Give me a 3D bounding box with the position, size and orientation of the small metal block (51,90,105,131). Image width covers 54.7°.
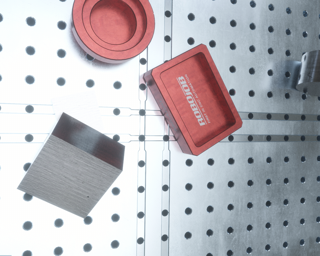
[{"bbox_3d":[-0.100,-0.016,0.376,0.050,0.025,0.050,-15,95,-20],"label":"small metal block"}]

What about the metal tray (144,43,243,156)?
[{"bbox_3d":[0.048,-0.038,0.428,0.091,0.030,0.130,-31,101,-18],"label":"metal tray"}]

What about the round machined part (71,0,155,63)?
[{"bbox_3d":[-0.059,-0.128,0.382,0.099,0.042,0.097,0,90,-20],"label":"round machined part"}]

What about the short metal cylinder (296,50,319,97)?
[{"bbox_3d":[0.259,-0.082,0.481,0.081,0.080,0.050,15,85,-20],"label":"short metal cylinder"}]

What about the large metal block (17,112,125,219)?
[{"bbox_3d":[-0.096,0.043,0.346,0.080,0.050,0.080,31,112,-18],"label":"large metal block"}]
